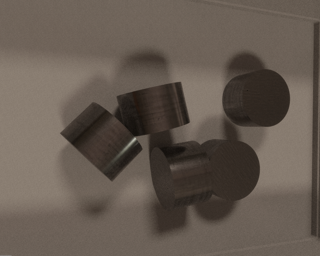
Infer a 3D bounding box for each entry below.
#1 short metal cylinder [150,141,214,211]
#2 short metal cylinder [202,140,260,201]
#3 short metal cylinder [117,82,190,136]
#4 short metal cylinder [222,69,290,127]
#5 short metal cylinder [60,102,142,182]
[{"bbox_3d":[0.025,0.059,0.392,0.050,0.080,0.079,-9,94,-20],"label":"short metal cylinder"},{"bbox_3d":[0.090,0.056,0.432,0.081,0.050,0.079,0,90,-20],"label":"short metal cylinder"},{"bbox_3d":[-0.008,-0.023,0.379,0.081,0.080,0.050,-15,95,-20],"label":"short metal cylinder"},{"bbox_3d":[0.139,-0.041,0.450,0.081,0.050,0.079,0,90,-21],"label":"short metal cylinder"},{"bbox_3d":[-0.067,0.016,0.357,0.080,0.080,0.050,47,76,-15],"label":"short metal cylinder"}]
